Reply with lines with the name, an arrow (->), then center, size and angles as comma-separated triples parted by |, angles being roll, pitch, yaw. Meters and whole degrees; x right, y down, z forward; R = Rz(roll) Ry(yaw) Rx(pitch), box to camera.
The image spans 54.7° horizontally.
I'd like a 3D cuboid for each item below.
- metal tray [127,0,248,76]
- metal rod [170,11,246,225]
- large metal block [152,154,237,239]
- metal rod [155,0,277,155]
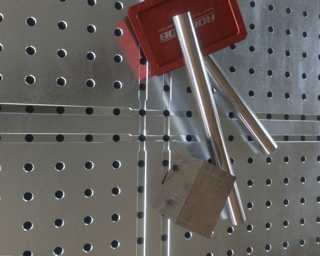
metal tray -> 0.035, -0.132, 0.396 | 0.131, 0.030, 0.090 | -23, 104, 1
metal rod -> 0.069, 0.001, 0.409 | 0.025, 0.025, 0.298 | -25, 110, -19
large metal block -> 0.041, 0.084, 0.400 | 0.050, 0.080, 0.080 | 29, 80, -18
metal rod -> 0.077, -0.080, 0.442 | 0.025, 0.025, 0.300 | -43, 104, -15
